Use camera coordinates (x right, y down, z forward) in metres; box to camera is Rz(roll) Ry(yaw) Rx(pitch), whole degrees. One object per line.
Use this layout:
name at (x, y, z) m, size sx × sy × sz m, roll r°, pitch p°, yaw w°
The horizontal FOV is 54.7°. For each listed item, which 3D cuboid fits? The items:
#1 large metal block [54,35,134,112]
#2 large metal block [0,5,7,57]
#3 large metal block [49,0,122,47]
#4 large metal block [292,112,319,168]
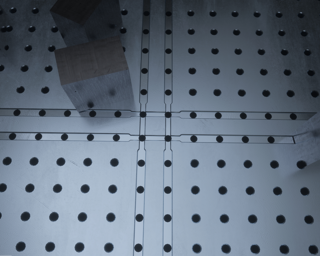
large metal block at (-0.082, -0.068, 0.407) m, size 0.081 × 0.080 × 0.050 m, roll -15°, pitch 71°, yaw -6°
large metal block at (-0.275, -0.146, 0.448) m, size 0.081 × 0.050 × 0.080 m, roll -9°, pitch 70°, yaw -4°
large metal block at (-0.100, -0.158, 0.439) m, size 0.050 × 0.080 × 0.080 m, roll 26°, pitch 72°, yaw 9°
large metal block at (0.225, 0.011, 0.381) m, size 0.081 × 0.080 × 0.050 m, roll -7°, pitch 70°, yaw -3°
